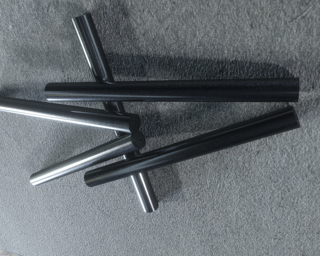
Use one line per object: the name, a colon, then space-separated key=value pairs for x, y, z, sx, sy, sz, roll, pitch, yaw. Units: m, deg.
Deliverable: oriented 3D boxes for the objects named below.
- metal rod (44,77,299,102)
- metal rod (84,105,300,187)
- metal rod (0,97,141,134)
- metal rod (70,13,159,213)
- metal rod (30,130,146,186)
metal rod: x=-0.003 y=-0.043 z=0.361 sx=0.301 sy=0.025 sz=0.025 roll=2 pitch=120 yaw=19
metal rod: x=0.019 y=0.032 z=0.397 sx=0.300 sy=0.025 sz=0.025 roll=-20 pitch=108 yaw=28
metal rod: x=-0.160 y=-0.025 z=0.457 sx=0.300 sy=0.025 sz=0.025 roll=9 pitch=122 yaw=30
metal rod: x=-0.055 y=-0.005 z=0.433 sx=0.025 sy=0.025 sz=0.298 roll=-3 pitch=117 yaw=29
metal rod: x=-0.132 y=0.056 z=0.492 sx=0.299 sy=0.025 sz=0.025 roll=-22 pitch=107 yaw=41
